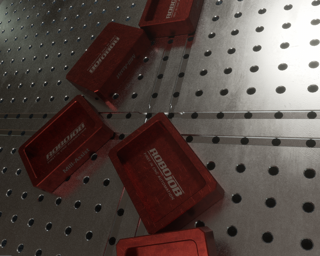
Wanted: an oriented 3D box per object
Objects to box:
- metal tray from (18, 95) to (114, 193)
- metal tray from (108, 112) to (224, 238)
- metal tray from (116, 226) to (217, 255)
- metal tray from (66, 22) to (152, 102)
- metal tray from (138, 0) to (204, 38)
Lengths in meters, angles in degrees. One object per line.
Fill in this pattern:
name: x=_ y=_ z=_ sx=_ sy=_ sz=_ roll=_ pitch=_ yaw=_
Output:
metal tray: x=-0.143 y=0.021 z=0.464 sx=0.130 sy=0.030 sz=0.090 roll=-43 pitch=51 yaw=-2
metal tray: x=0.002 y=0.052 z=0.370 sx=0.090 sy=0.030 sz=0.130 roll=-38 pitch=51 yaw=2
metal tray: x=0.012 y=0.162 z=0.278 sx=0.090 sy=0.030 sz=0.129 roll=-15 pitch=69 yaw=19
metal tray: x=-0.086 y=-0.114 z=0.518 sx=0.090 sy=0.030 sz=0.130 roll=27 pitch=76 yaw=36
metal tray: x=0.025 y=-0.214 z=0.521 sx=0.090 sy=0.030 sz=0.130 roll=2 pitch=62 yaw=28
